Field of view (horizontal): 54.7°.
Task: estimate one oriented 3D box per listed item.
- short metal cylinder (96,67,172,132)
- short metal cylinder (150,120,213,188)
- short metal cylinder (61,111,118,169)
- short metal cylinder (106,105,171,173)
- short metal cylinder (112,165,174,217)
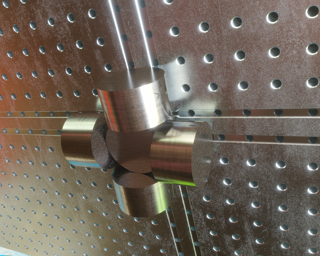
[{"bbox_3d":[-0.030,-0.036,0.369,0.080,0.080,0.050,3,119,27],"label":"short metal cylinder"},{"bbox_3d":[0.029,0.030,0.379,0.050,0.080,0.079,4,120,26],"label":"short metal cylinder"},{"bbox_3d":[-0.090,0.015,0.433,0.050,0.080,0.080,1,119,27],"label":"short metal cylinder"},{"bbox_3d":[-0.025,0.014,0.417,0.080,0.050,0.079,12,123,20],"label":"short metal cylinder"},{"bbox_3d":[-0.023,0.078,0.435,0.080,0.080,0.050,6,121,25],"label":"short metal cylinder"}]
